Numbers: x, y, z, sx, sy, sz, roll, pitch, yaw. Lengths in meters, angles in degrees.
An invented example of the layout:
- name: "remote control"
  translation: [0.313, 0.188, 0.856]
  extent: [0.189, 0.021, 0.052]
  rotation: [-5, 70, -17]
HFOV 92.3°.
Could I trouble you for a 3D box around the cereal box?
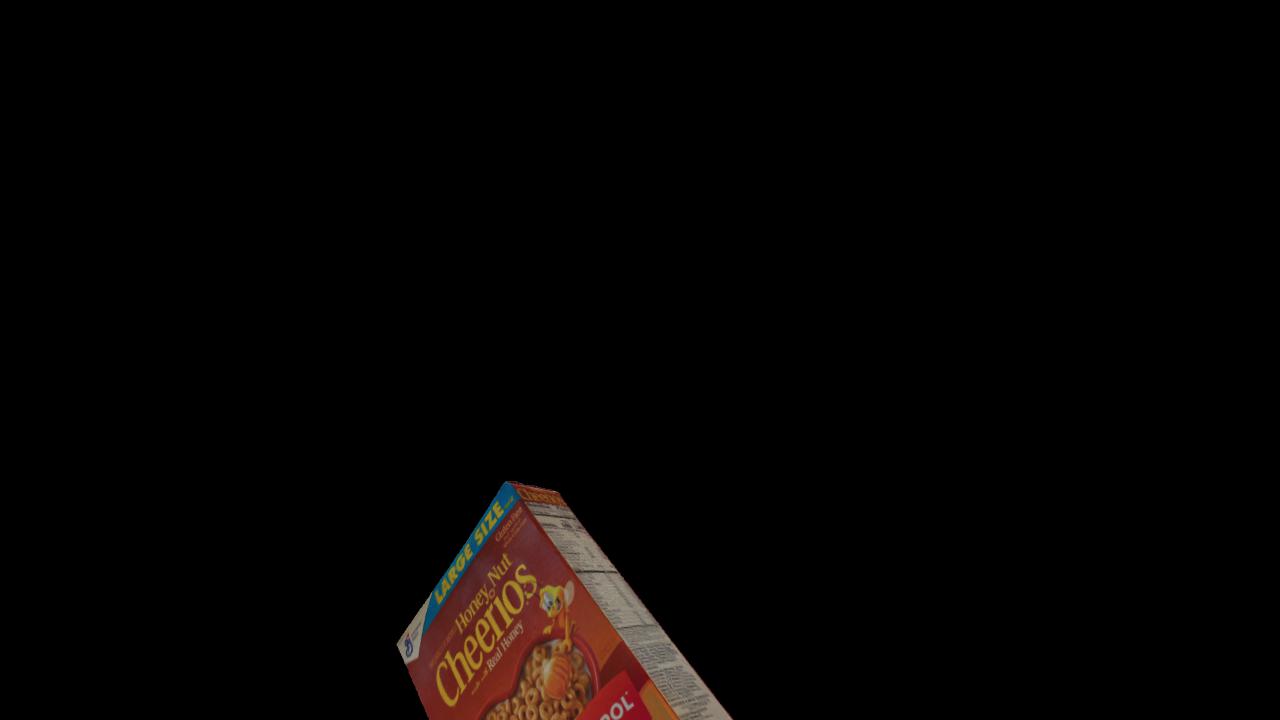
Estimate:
- name: "cereal box"
  translation: [-0.073, 0.275, 0.506]
  extent: [0.306, 0.203, 0.081]
  rotation: [42, 10, 38]
